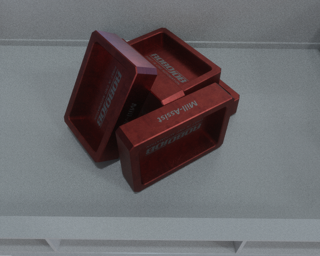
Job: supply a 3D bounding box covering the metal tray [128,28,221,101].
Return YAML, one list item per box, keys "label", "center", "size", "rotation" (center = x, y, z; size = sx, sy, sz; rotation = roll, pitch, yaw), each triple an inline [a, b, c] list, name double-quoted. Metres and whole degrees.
- label: "metal tray"
  center: [0.009, -0.086, 0.433]
  size: [0.091, 0.030, 0.130]
  rotation: [-30, 56, -23]

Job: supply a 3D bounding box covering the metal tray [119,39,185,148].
- label: "metal tray"
  center: [-0.023, -0.043, 0.396]
  size: [0.030, 0.089, 0.130]
  rotation: [-30, 57, -23]

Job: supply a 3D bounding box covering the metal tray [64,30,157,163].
- label: "metal tray"
  center: [-0.064, -0.035, 0.366]
  size: [0.030, 0.129, 0.090]
  rotation: [-6, 42, -47]

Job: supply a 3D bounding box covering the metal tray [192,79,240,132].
- label: "metal tray"
  center: [0.037, -0.053, 0.447]
  size: [0.091, 0.030, 0.130]
  rotation: [-28, 55, -20]

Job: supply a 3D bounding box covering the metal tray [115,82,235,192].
- label: "metal tray"
  center: [0.018, 0.011, 0.351]
  size: [0.131, 0.089, 0.030]
  rotation: [-26, 55, -21]
